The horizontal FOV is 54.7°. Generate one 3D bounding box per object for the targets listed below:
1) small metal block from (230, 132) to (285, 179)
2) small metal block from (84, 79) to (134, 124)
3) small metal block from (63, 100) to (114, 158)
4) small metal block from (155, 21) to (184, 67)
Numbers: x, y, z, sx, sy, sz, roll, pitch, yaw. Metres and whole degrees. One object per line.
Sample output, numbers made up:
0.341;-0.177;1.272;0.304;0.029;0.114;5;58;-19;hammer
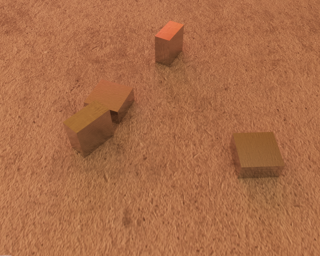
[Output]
0.116;0.033;0.376;0.050;0.025;0.050;-2;50;-2;small metal block
-0.070;-0.038;0.434;0.050;0.025;0.050;16;52;13;small metal block
-0.087;0.001;0.385;0.025;0.050;0.050;34;58;25;small metal block
0.015;-0.137;0.502;0.025;0.050;0.050;23;54;18;small metal block
